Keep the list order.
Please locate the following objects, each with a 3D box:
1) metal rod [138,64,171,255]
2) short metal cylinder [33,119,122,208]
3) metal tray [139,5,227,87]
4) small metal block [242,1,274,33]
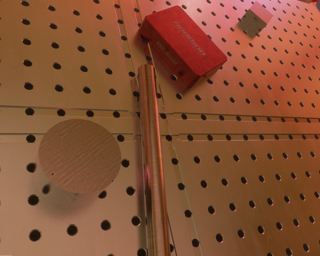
[{"bbox_3d":[-0.009,0.045,0.377,0.025,0.025,0.299,9,58,-24],"label":"metal rod"},{"bbox_3d":[-0.087,0.037,0.323,0.081,0.050,0.080,14,56,-21],"label":"short metal cylinder"},{"bbox_3d":[0.039,-0.138,0.512,0.130,0.030,0.091,49,51,6],"label":"metal tray"},{"bbox_3d":[0.214,-0.243,0.675,0.050,0.025,0.050,40,51,-1],"label":"small metal block"}]
